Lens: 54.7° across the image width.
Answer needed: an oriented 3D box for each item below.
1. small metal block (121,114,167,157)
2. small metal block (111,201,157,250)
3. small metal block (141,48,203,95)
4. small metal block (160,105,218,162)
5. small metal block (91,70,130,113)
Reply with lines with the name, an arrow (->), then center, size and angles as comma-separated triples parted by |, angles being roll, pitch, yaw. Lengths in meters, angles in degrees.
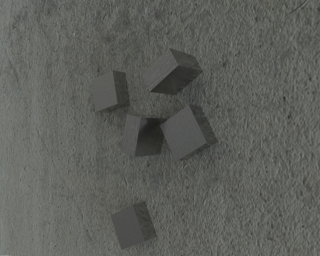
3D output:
small metal block -> -0.021, 0.009, 0.406 | 0.025, 0.050, 0.050 | 16, 100, 39
small metal block -> -0.038, 0.137, 0.436 | 0.050, 0.025, 0.050 | -34, 69, 35
small metal block -> 0.015, -0.066, 0.376 | 0.050, 0.050, 0.025 | -39, 66, 33
small metal block -> 0.034, 0.007, 0.377 | 0.050, 0.025, 0.050 | -36, 68, 34
small metal block -> -0.075, -0.054, 0.467 | 0.050, 0.025, 0.050 | -15, 80, 39
